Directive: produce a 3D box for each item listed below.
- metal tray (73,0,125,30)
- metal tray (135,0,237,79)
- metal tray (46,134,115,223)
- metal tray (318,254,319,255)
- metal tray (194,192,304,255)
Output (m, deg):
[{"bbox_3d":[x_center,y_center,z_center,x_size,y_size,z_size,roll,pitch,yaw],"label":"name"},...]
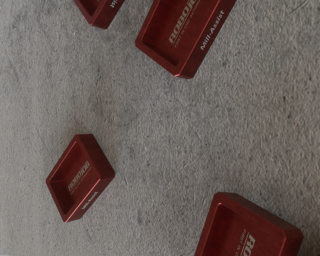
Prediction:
[{"bbox_3d":[-0.080,-0.229,0.467,0.129,0.030,0.090,-48,62,29],"label":"metal tray"},{"bbox_3d":[0.031,-0.137,0.375,0.090,0.030,0.129,43,116,31],"label":"metal tray"},{"bbox_3d":[-0.136,0.083,0.513,0.129,0.030,0.090,-50,61,28],"label":"metal tray"},{"bbox_3d":[0.158,0.168,0.271,0.090,0.030,0.129,46,117,30],"label":"metal tray"},{"bbox_3d":[0.077,0.142,0.313,0.090,0.030,0.129,24,99,54],"label":"metal tray"}]
